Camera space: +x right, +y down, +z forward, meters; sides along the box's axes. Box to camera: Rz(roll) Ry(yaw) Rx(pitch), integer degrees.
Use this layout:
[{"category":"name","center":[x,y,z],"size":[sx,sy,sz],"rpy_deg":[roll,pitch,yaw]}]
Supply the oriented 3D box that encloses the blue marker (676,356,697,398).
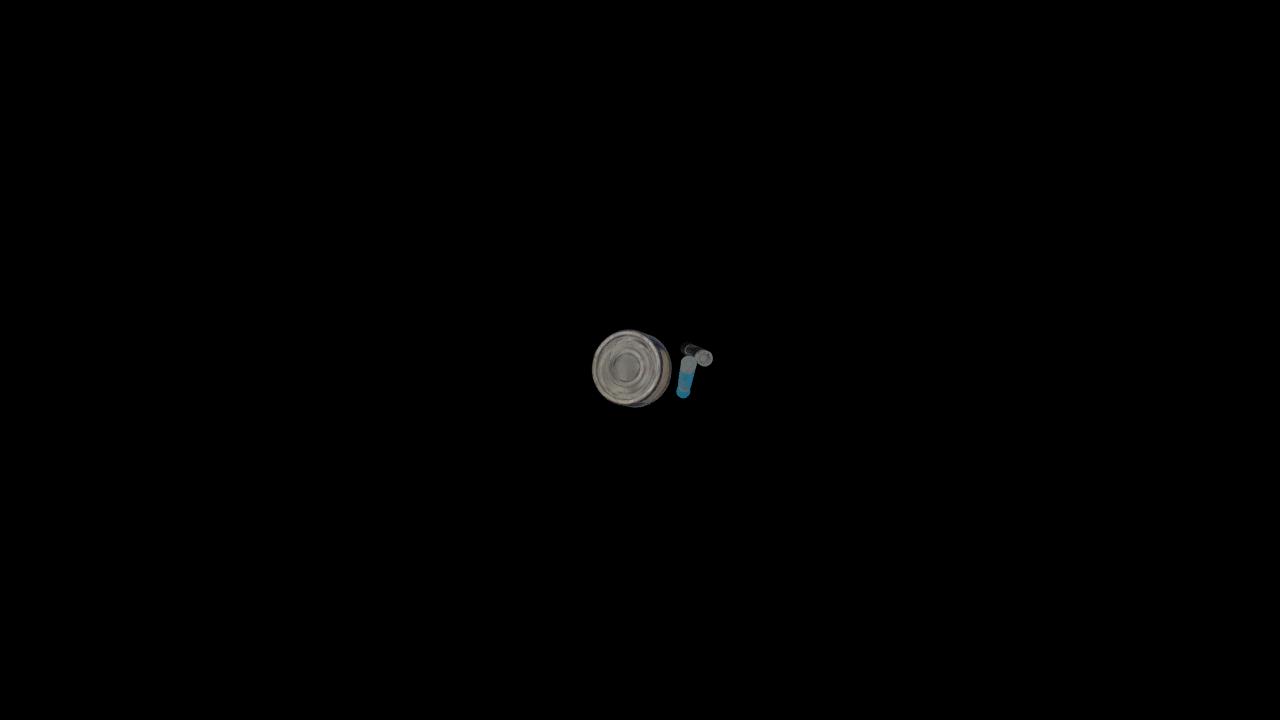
[{"category":"blue marker","center":[0.057,0.024,0.769],"size":[0.020,0.020,0.121],"rpy_deg":[0,-20,1]}]

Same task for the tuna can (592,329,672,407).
[{"category":"tuna can","center":[-0.010,0.009,0.673],"size":[0.084,0.084,0.034],"rpy_deg":[0,-6,21]}]

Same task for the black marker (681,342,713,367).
[{"category":"black marker","center":[0.069,-0.009,0.763],"size":[0.020,0.020,0.121],"rpy_deg":[0,6,-6]}]
